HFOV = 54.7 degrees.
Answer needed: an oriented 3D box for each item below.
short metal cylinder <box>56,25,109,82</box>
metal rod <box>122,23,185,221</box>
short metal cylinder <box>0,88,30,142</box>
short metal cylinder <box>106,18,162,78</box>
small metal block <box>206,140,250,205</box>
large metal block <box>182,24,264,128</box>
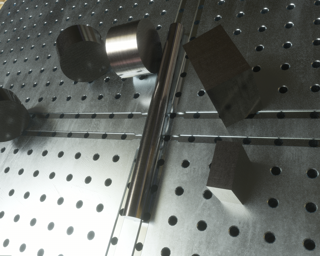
[{"bbox_3d":[-0.129,-0.123,0.517,0.080,0.080,0.050,-32,52,7],"label":"short metal cylinder"},{"bbox_3d":[-0.002,-0.026,0.425,0.025,0.025,0.300,-2,61,27],"label":"metal rod"},{"bbox_3d":[-0.274,-0.022,0.531,0.080,0.080,0.050,-47,51,-5],"label":"short metal cylinder"},{"bbox_3d":[-0.037,-0.118,0.465,0.050,0.080,0.080,-5,60,26],"label":"short metal cylinder"},{"bbox_3d":[0.073,0.047,0.325,0.025,0.050,0.050,4,64,30],"label":"small metal block"},{"bbox_3d":[0.076,-0.060,0.370,0.050,0.080,0.080,-28,52,11],"label":"large metal block"}]
